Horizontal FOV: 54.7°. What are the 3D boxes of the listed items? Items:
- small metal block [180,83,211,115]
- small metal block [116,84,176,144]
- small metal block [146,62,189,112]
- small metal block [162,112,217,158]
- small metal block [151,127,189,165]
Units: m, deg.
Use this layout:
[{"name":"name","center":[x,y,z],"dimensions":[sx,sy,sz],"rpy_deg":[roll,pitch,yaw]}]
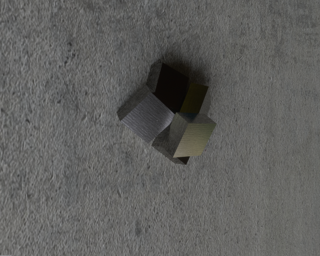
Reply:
[{"name":"small metal block","center":[0.051,-0.028,0.437],"dimensions":[0.050,0.025,0.050],"rpy_deg":[62,47,-64]},{"name":"small metal block","center":[-0.016,-0.017,0.380],"dimensions":[0.050,0.025,0.050],"rpy_deg":[-43,124,9]},{"name":"small metal block","center":[0.008,-0.053,0.415],"dimensions":[0.050,0.025,0.050],"rpy_deg":[22,76,-38]},{"name":"small metal block","center":[0.037,0.009,0.392],"dimensions":[0.050,0.025,0.050],"rpy_deg":[0,123,-40]},{"name":"small metal block","center":[0.022,0.016,0.427],"dimensions":[0.050,0.025,0.050],"rpy_deg":[40,66,-33]}]
